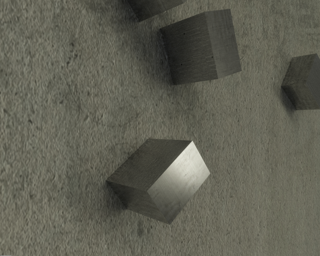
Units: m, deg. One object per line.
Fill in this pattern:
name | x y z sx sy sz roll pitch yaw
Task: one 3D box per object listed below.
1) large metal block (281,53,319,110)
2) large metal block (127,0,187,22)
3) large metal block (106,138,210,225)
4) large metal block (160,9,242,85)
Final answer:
large metal block | 0.303 -0.094 0.642 0.080 0.050 0.080 43 64 -31
large metal block | 0.011 -0.181 0.377 0.080 0.080 0.050 -48 119 -29
large metal block | -0.002 0.058 0.367 0.080 0.080 0.050 -45 117 -31
large metal block | 0.054 -0.105 0.413 0.050 0.080 0.080 -23 105 -38
